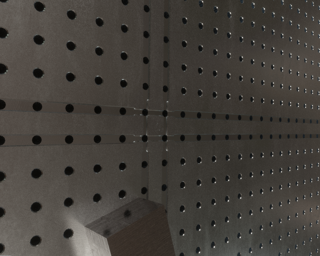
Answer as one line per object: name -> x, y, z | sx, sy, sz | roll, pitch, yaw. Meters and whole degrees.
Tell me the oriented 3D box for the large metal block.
large metal block -> -0.033, 0.140, 0.368 | 0.081, 0.050, 0.079 | -21, 103, -38
